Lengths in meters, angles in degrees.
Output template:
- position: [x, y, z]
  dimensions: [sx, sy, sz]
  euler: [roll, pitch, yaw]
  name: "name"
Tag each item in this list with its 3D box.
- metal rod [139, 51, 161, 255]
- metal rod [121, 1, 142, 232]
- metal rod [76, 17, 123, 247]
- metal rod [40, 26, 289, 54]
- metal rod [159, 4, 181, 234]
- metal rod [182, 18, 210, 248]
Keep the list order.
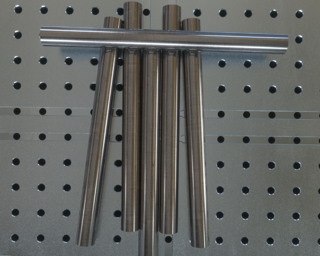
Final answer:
- position: [-0.013, 0.041, 0.413]
  dimensions: [0.025, 0.025, 0.298]
  euler: [1, 90, 0]
  name: "metal rod"
- position: [-0.038, -0.015, 0.413]
  dimensions: [0.025, 0.025, 0.298]
  euler: [1, 90, 0]
  name: "metal rod"
- position: [-0.080, 0.005, 0.412]
  dimensions: [0.025, 0.025, 0.298]
  euler: [7, 90, 0]
  name: "metal rod"
- position: [0.006, -0.110, 0.388]
  dimensions: [0.302, 0.025, 0.025]
  euler: [2, 90, 0]
  name: "metal rod"
- position: [0.014, -0.011, 0.415]
  dimensions: [0.025, 0.025, 0.298]
  euler: [1, 90, 0]
  name: "metal rod"
- position: [0.047, 0.007, 0.414]
  dimensions: [0.025, 0.025, 0.298]
  euler: [-2, 90, 0]
  name: "metal rod"
